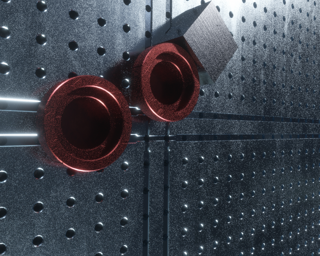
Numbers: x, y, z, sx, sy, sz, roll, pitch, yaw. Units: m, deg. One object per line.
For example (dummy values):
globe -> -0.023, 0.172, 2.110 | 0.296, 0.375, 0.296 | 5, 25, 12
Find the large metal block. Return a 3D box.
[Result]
large metal block -> 0.056, -0.117, 0.439 | 0.080, 0.050, 0.080 | 50, 60, -28

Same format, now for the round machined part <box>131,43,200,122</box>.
round machined part -> 0.002, -0.057, 0.400 | 0.099, 0.042, 0.097 | 0, 90, -40

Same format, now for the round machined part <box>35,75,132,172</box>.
round machined part -> -0.082, -0.005, 0.329 | 0.099, 0.042, 0.097 | 0, 90, -40
